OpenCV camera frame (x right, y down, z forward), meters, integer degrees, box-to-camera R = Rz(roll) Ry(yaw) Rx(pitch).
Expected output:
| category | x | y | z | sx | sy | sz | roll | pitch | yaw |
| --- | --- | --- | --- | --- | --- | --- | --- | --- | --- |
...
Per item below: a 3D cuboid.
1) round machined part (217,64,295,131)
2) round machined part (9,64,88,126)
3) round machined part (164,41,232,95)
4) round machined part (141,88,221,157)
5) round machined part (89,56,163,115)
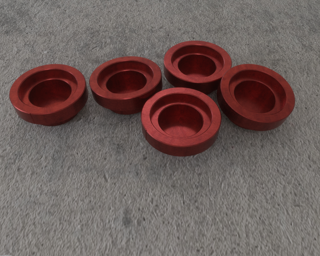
| category | x | y | z | sx | sy | sz | roll | pitch | yaw |
| --- | --- | --- | --- | --- | --- | --- | --- | --- | --- |
| round machined part | 0.124 | -0.037 | 0.417 | 0.099 | 0.042 | 0.098 | 4 | 57 | -5 |
| round machined part | -0.148 | -0.041 | 0.425 | 0.099 | 0.042 | 0.098 | 0 | 50 | 0 |
| round machined part | 0.055 | -0.085 | 0.464 | 0.099 | 0.042 | 0.098 | 0 | 50 | 0 |
| round machined part | 0.026 | -0.003 | 0.395 | 0.099 | 0.042 | 0.098 | 0 | 50 | 0 |
| round machined part | -0.045 | -0.056 | 0.435 | 0.099 | 0.042 | 0.098 | -2 | 45 | 3 |
